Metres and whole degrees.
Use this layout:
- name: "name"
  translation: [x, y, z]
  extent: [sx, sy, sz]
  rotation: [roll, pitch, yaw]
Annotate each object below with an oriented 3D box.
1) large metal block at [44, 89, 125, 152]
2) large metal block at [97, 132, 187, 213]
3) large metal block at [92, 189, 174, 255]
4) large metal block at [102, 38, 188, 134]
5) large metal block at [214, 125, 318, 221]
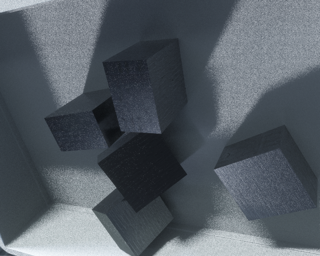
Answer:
- name: "large metal block"
  translation: [-0.086, -0.013, 0.409]
  extent: [0.080, 0.080, 0.050]
  rotation: [-6, 116, 30]
- name: "large metal block"
  translation: [-0.025, 0.048, 0.407]
  extent: [0.080, 0.050, 0.080]
  rotation: [-36, 101, -6]
- name: "large metal block"
  translation: [-0.039, 0.129, 0.464]
  extent: [0.050, 0.080, 0.080]
  rotation: [-8, 116, 55]
- name: "large metal block"
  translation: [-0.012, -0.049, 0.348]
  extent: [0.050, 0.080, 0.079]
  rotation: [3, 120, 26]
- name: "large metal block"
  translation: [0.124, 0.054, 0.360]
  extent: [0.080, 0.050, 0.080]
  rotation: [-26, 104, 37]
